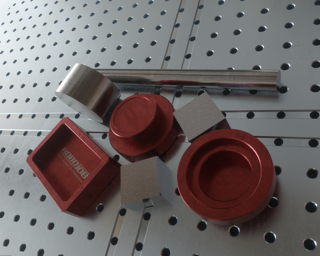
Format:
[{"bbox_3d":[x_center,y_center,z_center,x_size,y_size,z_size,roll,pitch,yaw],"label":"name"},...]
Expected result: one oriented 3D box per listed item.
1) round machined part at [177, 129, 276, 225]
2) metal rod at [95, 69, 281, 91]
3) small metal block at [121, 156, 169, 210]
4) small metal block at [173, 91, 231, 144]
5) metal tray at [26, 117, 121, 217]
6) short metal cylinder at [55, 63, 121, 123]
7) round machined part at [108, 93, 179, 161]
[{"bbox_3d":[0.071,0.053,0.327,0.098,0.042,0.098,-13,56,21],"label":"round machined part"},{"bbox_3d":[0.013,-0.072,0.445,0.300,0.025,0.025,7,65,31],"label":"metal rod"},{"bbox_3d":[-0.020,0.068,0.377,0.050,0.025,0.050,-18,55,18],"label":"small metal block"},{"bbox_3d":[0.051,-0.010,0.388,0.050,0.025,0.050,-33,51,6],"label":"small metal block"},{"bbox_3d":[-0.126,0.050,0.440,0.090,0.030,0.130,-50,51,-7],"label":"metal tray"},{"bbox_3d":[-0.106,-0.050,0.460,0.080,0.080,0.050,19,72,35],"label":"short metal cylinder"},{"bbox_3d":[-0.027,-0.007,0.415,0.098,0.042,0.098,-14,53,19],"label":"round machined part"}]
